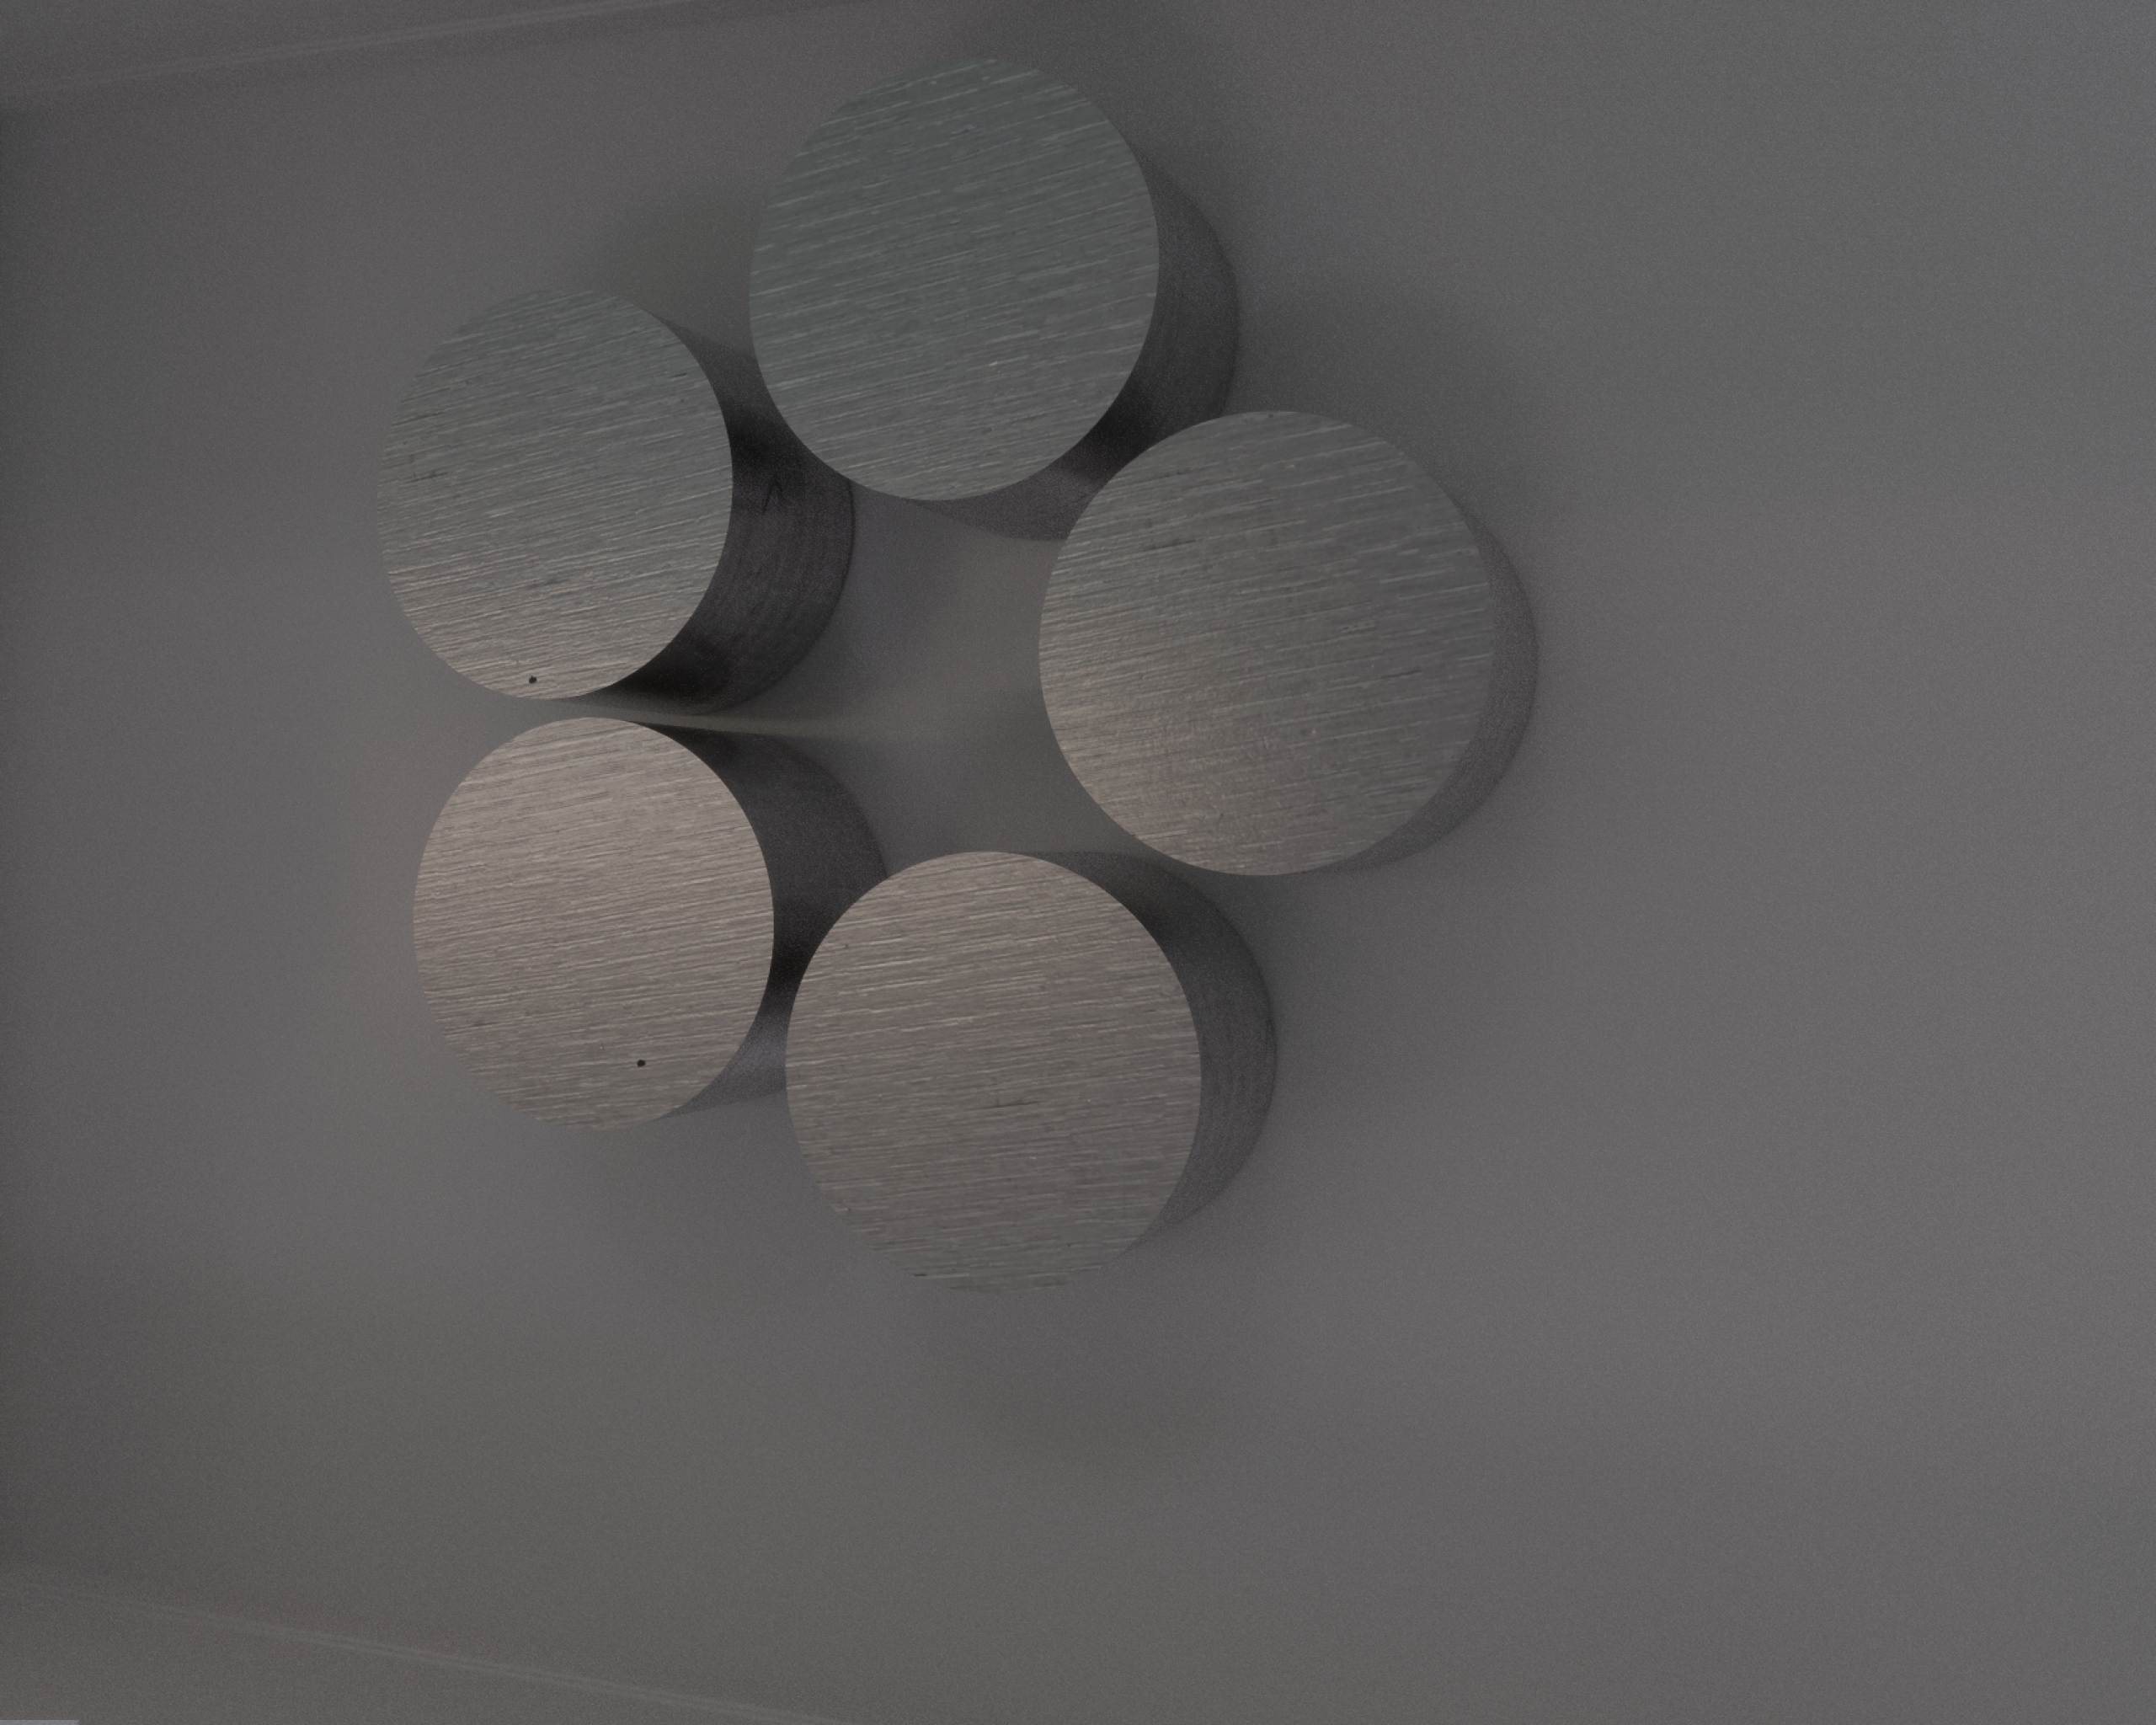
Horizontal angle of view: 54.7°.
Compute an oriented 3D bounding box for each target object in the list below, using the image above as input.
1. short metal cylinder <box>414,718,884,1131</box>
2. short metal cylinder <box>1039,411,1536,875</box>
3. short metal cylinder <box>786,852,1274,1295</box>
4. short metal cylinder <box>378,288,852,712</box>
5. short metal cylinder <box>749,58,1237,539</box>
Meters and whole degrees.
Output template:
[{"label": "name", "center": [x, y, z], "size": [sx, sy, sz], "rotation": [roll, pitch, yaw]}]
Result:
[{"label": "short metal cylinder", "center": [-0.086, 0.012, 0.425], "size": [0.080, 0.050, 0.080], "rotation": [0, 90, 20]}, {"label": "short metal cylinder", "center": [0.040, -0.038, 0.381], "size": [0.080, 0.050, 0.080], "rotation": [0, 90, 20]}, {"label": "short metal cylinder", "center": [-0.008, 0.038, 0.398], "size": [0.080, 0.050, 0.080], "rotation": [0, 90, 20]}, {"label": "short metal cylinder", "center": [-0.094, -0.072, 0.428], "size": [0.080, 0.050, 0.080], "rotation": [0, 90, 20]}, {"label": "short metal cylinder", "center": [-0.015, -0.105, 0.400], "size": [0.080, 0.050, 0.080], "rotation": [0, 90, 20]}]
